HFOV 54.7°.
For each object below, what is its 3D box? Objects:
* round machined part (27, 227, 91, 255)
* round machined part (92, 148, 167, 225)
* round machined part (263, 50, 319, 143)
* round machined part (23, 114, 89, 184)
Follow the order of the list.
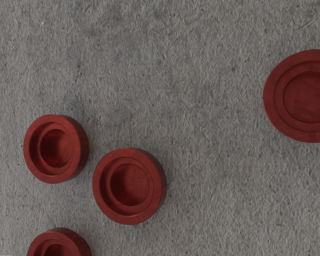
[{"bbox_3d":[-0.140,0.193,0.449,0.098,0.042,0.097,0,90,20],"label":"round machined part"},{"bbox_3d":[-0.036,0.074,0.413,0.098,0.042,0.097,0,90,20],"label":"round machined part"},{"bbox_3d":[0.166,-0.033,0.341,0.098,0.042,0.097,0,90,20],"label":"round machined part"},{"bbox_3d":[-0.145,0.029,0.451,0.098,0.042,0.097,0,90,20],"label":"round machined part"}]
